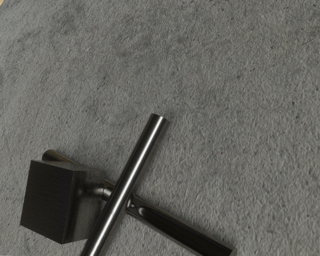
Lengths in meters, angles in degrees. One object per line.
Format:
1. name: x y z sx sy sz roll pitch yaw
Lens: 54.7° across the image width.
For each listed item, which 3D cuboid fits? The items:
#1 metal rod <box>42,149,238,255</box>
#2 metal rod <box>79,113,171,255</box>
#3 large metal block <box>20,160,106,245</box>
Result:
1. metal rod: -0.049 0.084 0.377 0.300 0.025 0.025 19 72 35
2. metal rod: -0.065 0.121 0.338 0.025 0.025 0.299 21 80 36
3. large metal block: -0.118 0.086 0.378 0.080 0.050 0.080 6 86 35
